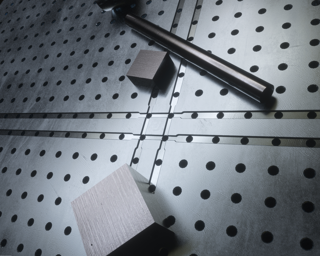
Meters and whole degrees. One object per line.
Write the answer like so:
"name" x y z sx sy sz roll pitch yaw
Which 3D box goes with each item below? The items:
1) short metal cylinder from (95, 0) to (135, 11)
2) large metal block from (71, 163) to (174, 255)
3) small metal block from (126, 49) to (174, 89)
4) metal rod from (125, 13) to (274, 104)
"short metal cylinder" -0.088 -0.266 0.580 0.050 0.080 0.080 -5 60 25
"large metal block" -0.044 0.101 0.352 0.080 0.050 0.080 -36 51 4
"small metal block" -0.015 -0.090 0.470 0.050 0.025 0.050 15 69 33
"metal rod" 0.037 -0.116 0.458 0.025 0.025 0.300 -46 52 -4
